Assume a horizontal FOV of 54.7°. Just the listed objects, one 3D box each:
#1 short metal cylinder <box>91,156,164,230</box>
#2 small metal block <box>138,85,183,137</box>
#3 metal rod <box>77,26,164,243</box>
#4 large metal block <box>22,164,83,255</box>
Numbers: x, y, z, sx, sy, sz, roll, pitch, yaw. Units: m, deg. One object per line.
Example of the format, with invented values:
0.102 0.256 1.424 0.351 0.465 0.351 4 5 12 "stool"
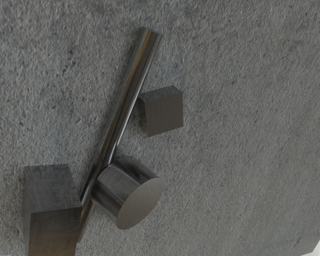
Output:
-0.041 0.083 0.402 0.080 0.050 0.080 -35 145 -30 "short metal cylinder"
0.001 -0.022 0.394 0.050 0.025 0.050 -17 125 -19 "small metal block"
-0.065 0.023 0.385 0.025 0.025 0.298 11 113 -33 "metal rod"
-0.130 0.099 0.362 0.050 0.080 0.079 0 119 -28 "large metal block"
